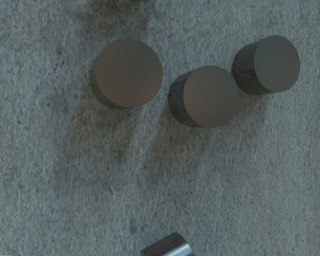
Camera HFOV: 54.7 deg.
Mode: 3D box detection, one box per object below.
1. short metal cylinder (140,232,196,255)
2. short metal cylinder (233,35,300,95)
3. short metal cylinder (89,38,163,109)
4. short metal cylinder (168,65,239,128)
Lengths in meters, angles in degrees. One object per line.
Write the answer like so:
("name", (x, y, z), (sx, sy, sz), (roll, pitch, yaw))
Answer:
("short metal cylinder", (0.016, 0.179, 0.387), (0.050, 0.080, 0.080), (-22, 98, -19))
("short metal cylinder", (0.156, -0.090, 0.455), (0.081, 0.050, 0.079), (0, 90, -21))
("short metal cylinder", (-0.043, -0.064, 0.381), (0.081, 0.050, 0.079), (0, 90, -21))
("short metal cylinder", (0.058, -0.040, 0.418), (0.081, 0.050, 0.079), (0, 90, -21))
